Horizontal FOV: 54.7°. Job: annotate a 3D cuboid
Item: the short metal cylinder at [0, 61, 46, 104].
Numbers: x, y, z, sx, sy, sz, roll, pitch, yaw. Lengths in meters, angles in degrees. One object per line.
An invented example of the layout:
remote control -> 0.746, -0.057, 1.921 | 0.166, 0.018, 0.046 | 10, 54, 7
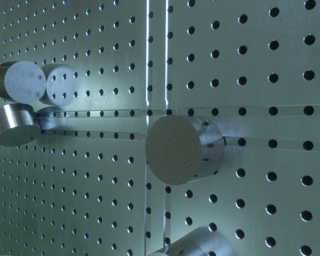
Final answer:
short metal cylinder -> -0.270, -0.088, 0.596 | 0.050, 0.081, 0.079 | 10, 96, 40

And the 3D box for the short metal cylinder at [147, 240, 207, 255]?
short metal cylinder -> 0.020, 0.184, 0.376 | 0.080, 0.050, 0.079 | 0, 90, 40

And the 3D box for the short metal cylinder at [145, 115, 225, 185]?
short metal cylinder -> 0.029, 0.025, 0.369 | 0.080, 0.050, 0.079 | 0, 90, 40

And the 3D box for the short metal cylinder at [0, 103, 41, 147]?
short metal cylinder -> -0.281, -0.005, 0.606 | 0.080, 0.081, 0.050 | -40, 66, 33
